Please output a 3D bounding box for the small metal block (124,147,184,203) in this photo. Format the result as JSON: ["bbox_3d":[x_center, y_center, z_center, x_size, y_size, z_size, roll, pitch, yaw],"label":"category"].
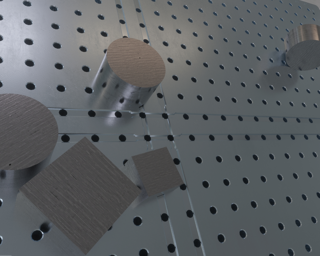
[{"bbox_3d":[-0.007,0.055,0.371,0.050,0.025,0.050,-13,69,-34],"label":"small metal block"}]

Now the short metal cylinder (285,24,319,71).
[{"bbox_3d":[0.299,-0.164,0.635,0.080,0.080,0.050,22,54,-15],"label":"short metal cylinder"}]

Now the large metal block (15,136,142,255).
[{"bbox_3d":[-0.080,0.070,0.307,0.080,0.050,0.080,44,51,2],"label":"large metal block"}]

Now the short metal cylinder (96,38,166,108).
[{"bbox_3d":[-0.040,-0.073,0.416,0.081,0.050,0.080,13,56,-21],"label":"short metal cylinder"}]

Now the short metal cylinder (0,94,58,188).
[{"bbox_3d":[-0.146,0.013,0.305,0.081,0.050,0.080,14,56,-21],"label":"short metal cylinder"}]
